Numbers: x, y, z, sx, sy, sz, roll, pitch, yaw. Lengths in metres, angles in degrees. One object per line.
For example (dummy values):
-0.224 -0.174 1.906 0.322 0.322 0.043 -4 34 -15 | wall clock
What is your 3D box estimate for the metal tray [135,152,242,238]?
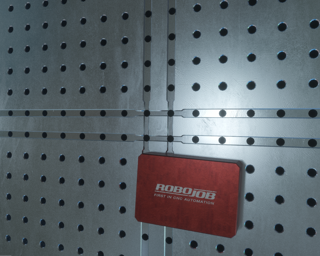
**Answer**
0.035 0.082 0.398 0.130 0.030 0.090 4 91 20 | metal tray
